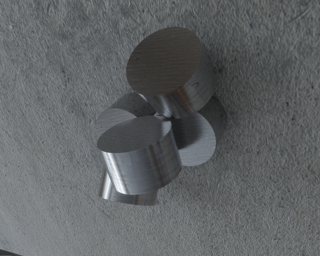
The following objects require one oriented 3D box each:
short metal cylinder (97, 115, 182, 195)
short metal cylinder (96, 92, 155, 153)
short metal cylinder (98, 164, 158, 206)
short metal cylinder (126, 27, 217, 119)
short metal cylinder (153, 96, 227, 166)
[{"bbox_3d":[-0.021,0.027,0.334,0.080,0.080,0.050,-1,118,28],"label":"short metal cylinder"},{"bbox_3d":[-0.037,-0.001,0.409,0.080,0.050,0.079,13,124,20],"label":"short metal cylinder"},{"bbox_3d":[-0.041,0.074,0.430,0.080,0.080,0.050,7,83,24],"label":"short metal cylinder"},{"bbox_3d":[0.013,-0.056,0.321,0.080,0.080,0.050,1,157,27],"label":"short metal cylinder"},{"bbox_3d":[0.035,-0.001,0.371,0.080,0.050,0.079,13,124,20],"label":"short metal cylinder"}]
